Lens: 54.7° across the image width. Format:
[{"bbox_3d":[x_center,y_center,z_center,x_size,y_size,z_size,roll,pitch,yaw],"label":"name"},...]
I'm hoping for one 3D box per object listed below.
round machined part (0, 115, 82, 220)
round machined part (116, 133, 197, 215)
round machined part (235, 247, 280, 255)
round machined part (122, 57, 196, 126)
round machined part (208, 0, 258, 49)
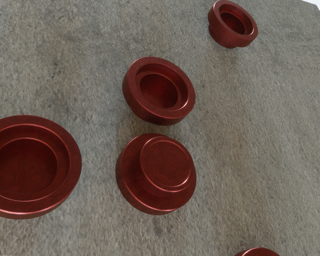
[{"bbox_3d":[-0.130,0.039,0.299,0.099,0.042,0.098,14,56,-21],"label":"round machined part"},{"bbox_3d":[0.001,0.049,0.365,0.099,0.042,0.098,14,56,-21],"label":"round machined part"},{"bbox_3d":[0.124,0.186,0.348,0.099,0.042,0.098,14,56,-21],"label":"round machined part"},{"bbox_3d":[-0.005,-0.045,0.419,0.099,0.042,0.098,14,56,-21],"label":"round machined part"},{"bbox_3d":[0.131,-0.189,0.581,0.099,0.042,0.098,14,56,-21],"label":"round machined part"}]
